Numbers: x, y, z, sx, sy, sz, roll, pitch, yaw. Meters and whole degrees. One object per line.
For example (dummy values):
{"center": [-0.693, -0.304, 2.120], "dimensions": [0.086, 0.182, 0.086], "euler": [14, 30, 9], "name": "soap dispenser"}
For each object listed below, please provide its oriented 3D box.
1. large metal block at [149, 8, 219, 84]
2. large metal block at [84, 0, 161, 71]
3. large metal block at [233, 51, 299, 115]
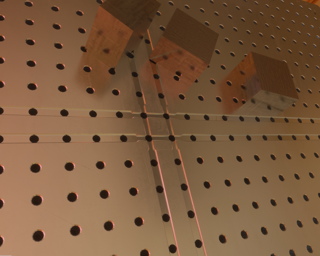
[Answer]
{"center": [0.039, -0.130, 0.492], "dimensions": [0.080, 0.050, 0.080], "euler": [29, 52, -10], "name": "large metal block"}
{"center": [-0.052, -0.140, 0.430], "dimensions": [0.050, 0.080, 0.080], "euler": [36, 51, -4], "name": "large metal block"}
{"center": [0.181, -0.076, 0.535], "dimensions": [0.081, 0.050, 0.080], "euler": [10, 57, -23], "name": "large metal block"}
